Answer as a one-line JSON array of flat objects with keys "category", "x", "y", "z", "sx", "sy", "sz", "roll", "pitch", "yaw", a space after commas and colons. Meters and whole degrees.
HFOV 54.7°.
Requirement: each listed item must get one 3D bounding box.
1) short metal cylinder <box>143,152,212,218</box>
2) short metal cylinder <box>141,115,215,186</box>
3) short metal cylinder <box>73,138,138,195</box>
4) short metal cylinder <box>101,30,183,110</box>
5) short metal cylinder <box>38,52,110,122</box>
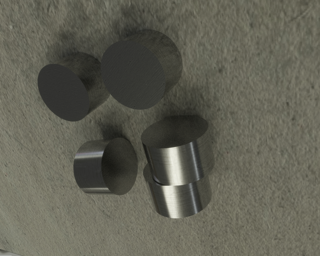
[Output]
[{"category": "short metal cylinder", "x": 0.023, "y": 0.070, "z": 0.401, "sx": 0.080, "sy": 0.080, "sz": 0.050, "roll": 0, "pitch": 118, "yaw": 28}, {"category": "short metal cylinder", "x": 0.022, "y": 0.025, "z": 0.374, "sx": 0.080, "sy": 0.080, "sz": 0.050, "roll": 0, "pitch": 118, "yaw": 28}, {"category": "short metal cylinder", "x": -0.076, "y": 0.055, "z": 0.444, "sx": 0.050, "sy": 0.080, "sz": 0.080, "roll": -7, "pitch": 115, "yaw": 31}, {"category": "short metal cylinder", "x": -0.020, "y": -0.068, "z": 0.358, "sx": 0.080, "sy": 0.050, "sz": 0.079, "roll": 13, "pitch": 124, "yaw": 20}, {"category": "short metal cylinder", "x": -0.114, "y": -0.055, "z": 0.414, "sx": 0.080, "sy": 0.050, "sz": 0.079, "roll": 13, "pitch": 124, "yaw": 20}]
